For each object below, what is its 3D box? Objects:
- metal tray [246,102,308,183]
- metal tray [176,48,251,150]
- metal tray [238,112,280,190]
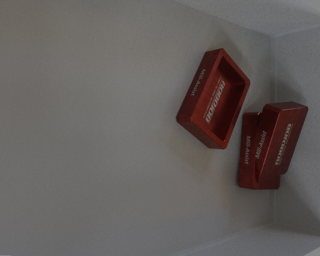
[{"bbox_3d":[0.198,0.023,0.527,0.091,0.030,0.129,-7,116,-38],"label":"metal tray"},{"bbox_3d":[0.086,-0.044,0.474,0.090,0.030,0.130,38,67,-33],"label":"metal tray"},{"bbox_3d":[0.181,0.042,0.551,0.091,0.030,0.129,10,83,-42],"label":"metal tray"}]
